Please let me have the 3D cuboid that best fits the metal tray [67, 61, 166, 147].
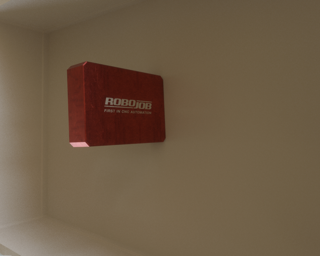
[{"bbox_3d":[-0.047,-0.025,0.378,0.030,0.131,0.090,-4,87,40],"label":"metal tray"}]
